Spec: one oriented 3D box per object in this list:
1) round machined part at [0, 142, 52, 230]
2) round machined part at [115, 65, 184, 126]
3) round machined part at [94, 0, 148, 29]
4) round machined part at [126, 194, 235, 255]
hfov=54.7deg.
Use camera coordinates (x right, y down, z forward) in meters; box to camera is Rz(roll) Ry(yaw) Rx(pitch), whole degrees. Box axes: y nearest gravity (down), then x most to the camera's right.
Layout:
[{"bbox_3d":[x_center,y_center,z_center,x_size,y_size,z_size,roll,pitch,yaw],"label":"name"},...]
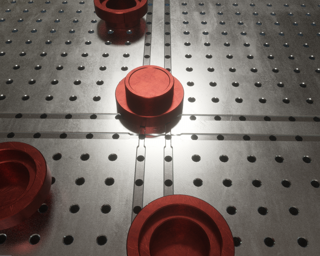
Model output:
[{"bbox_3d":[-0.169,0.066,0.339,0.099,0.042,0.098,0,50,0],"label":"round machined part"},{"bbox_3d":[-0.014,-0.052,0.440,0.099,0.042,0.098,1,50,0],"label":"round machined part"},{"bbox_3d":[-0.072,-0.223,0.583,0.099,0.042,0.098,0,50,0],"label":"round machined part"},{"bbox_3d":[0.018,0.118,0.298,0.099,0.042,0.098,0,50,0],"label":"round machined part"}]
